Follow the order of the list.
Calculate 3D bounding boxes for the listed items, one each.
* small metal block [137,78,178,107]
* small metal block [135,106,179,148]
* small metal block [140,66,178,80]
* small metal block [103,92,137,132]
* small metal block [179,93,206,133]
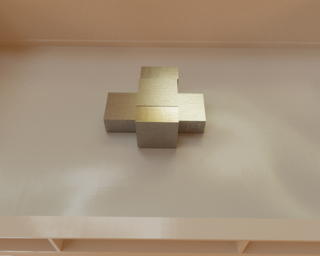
[{"bbox_3d":[-0.003,-0.038,0.401,0.050,0.025,0.050,1,50,0],"label":"small metal block"},{"bbox_3d":[-0.003,-0.001,0.385,0.050,0.050,0.025,1,50,0],"label":"small metal block"},{"bbox_3d":[-0.001,-0.059,0.435,0.050,0.050,0.025,1,50,0],"label":"small metal block"},{"bbox_3d":[-0.047,-0.022,0.420,0.050,0.025,0.050,1,50,0],"label":"small metal block"},{"bbox_3d":[0.034,-0.020,0.420,0.050,0.025,0.050,1,50,0],"label":"small metal block"}]
